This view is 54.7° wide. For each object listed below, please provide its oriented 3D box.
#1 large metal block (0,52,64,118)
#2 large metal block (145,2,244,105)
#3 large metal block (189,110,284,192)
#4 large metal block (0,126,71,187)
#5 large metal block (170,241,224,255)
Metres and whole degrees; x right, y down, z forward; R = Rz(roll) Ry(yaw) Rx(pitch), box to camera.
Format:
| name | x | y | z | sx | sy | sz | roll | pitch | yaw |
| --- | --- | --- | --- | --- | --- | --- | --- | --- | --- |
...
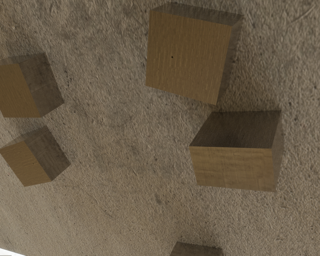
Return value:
| name | x | y | z | sx | sy | sz | roll | pitch | yaw |
| --- | --- | --- | --- | --- | --- | --- | --- | --- | --- |
| large metal block | -0.202 | -0.062 | 0.459 | 0.080 | 0.050 | 0.080 | 1 | 119 | 27 |
| large metal block | 0.034 | -0.079 | 0.324 | 0.080 | 0.050 | 0.079 | 18 | 126 | 18 |
| large metal block | 0.087 | 0.021 | 0.338 | 0.080 | 0.080 | 0.050 | 0 | 118 | 28 |
| large metal block | -0.216 | 0.050 | 0.536 | 0.080 | 0.050 | 0.080 | -15 | 111 | 34 |
| large metal block | 0.064 | 0.239 | 0.505 | 0.080 | 0.050 | 0.080 | -3 | 117 | 29 |
